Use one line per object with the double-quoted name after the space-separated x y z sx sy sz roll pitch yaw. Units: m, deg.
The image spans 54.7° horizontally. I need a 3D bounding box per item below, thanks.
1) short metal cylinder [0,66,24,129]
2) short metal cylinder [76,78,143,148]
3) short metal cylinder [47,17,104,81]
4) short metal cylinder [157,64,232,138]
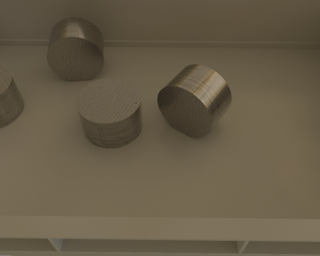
-0.235 -0.042 0.422 0.080 0.050 0.080 0 50 0 "short metal cylinder"
-0.064 -0.020 0.405 0.080 0.050 0.080 0 50 0 "short metal cylinder"
-0.126 -0.117 0.467 0.081 0.080 0.050 -6 51 -5 "short metal cylinder"
0.044 -0.034 0.398 0.080 0.080 0.050 29 56 22 "short metal cylinder"
